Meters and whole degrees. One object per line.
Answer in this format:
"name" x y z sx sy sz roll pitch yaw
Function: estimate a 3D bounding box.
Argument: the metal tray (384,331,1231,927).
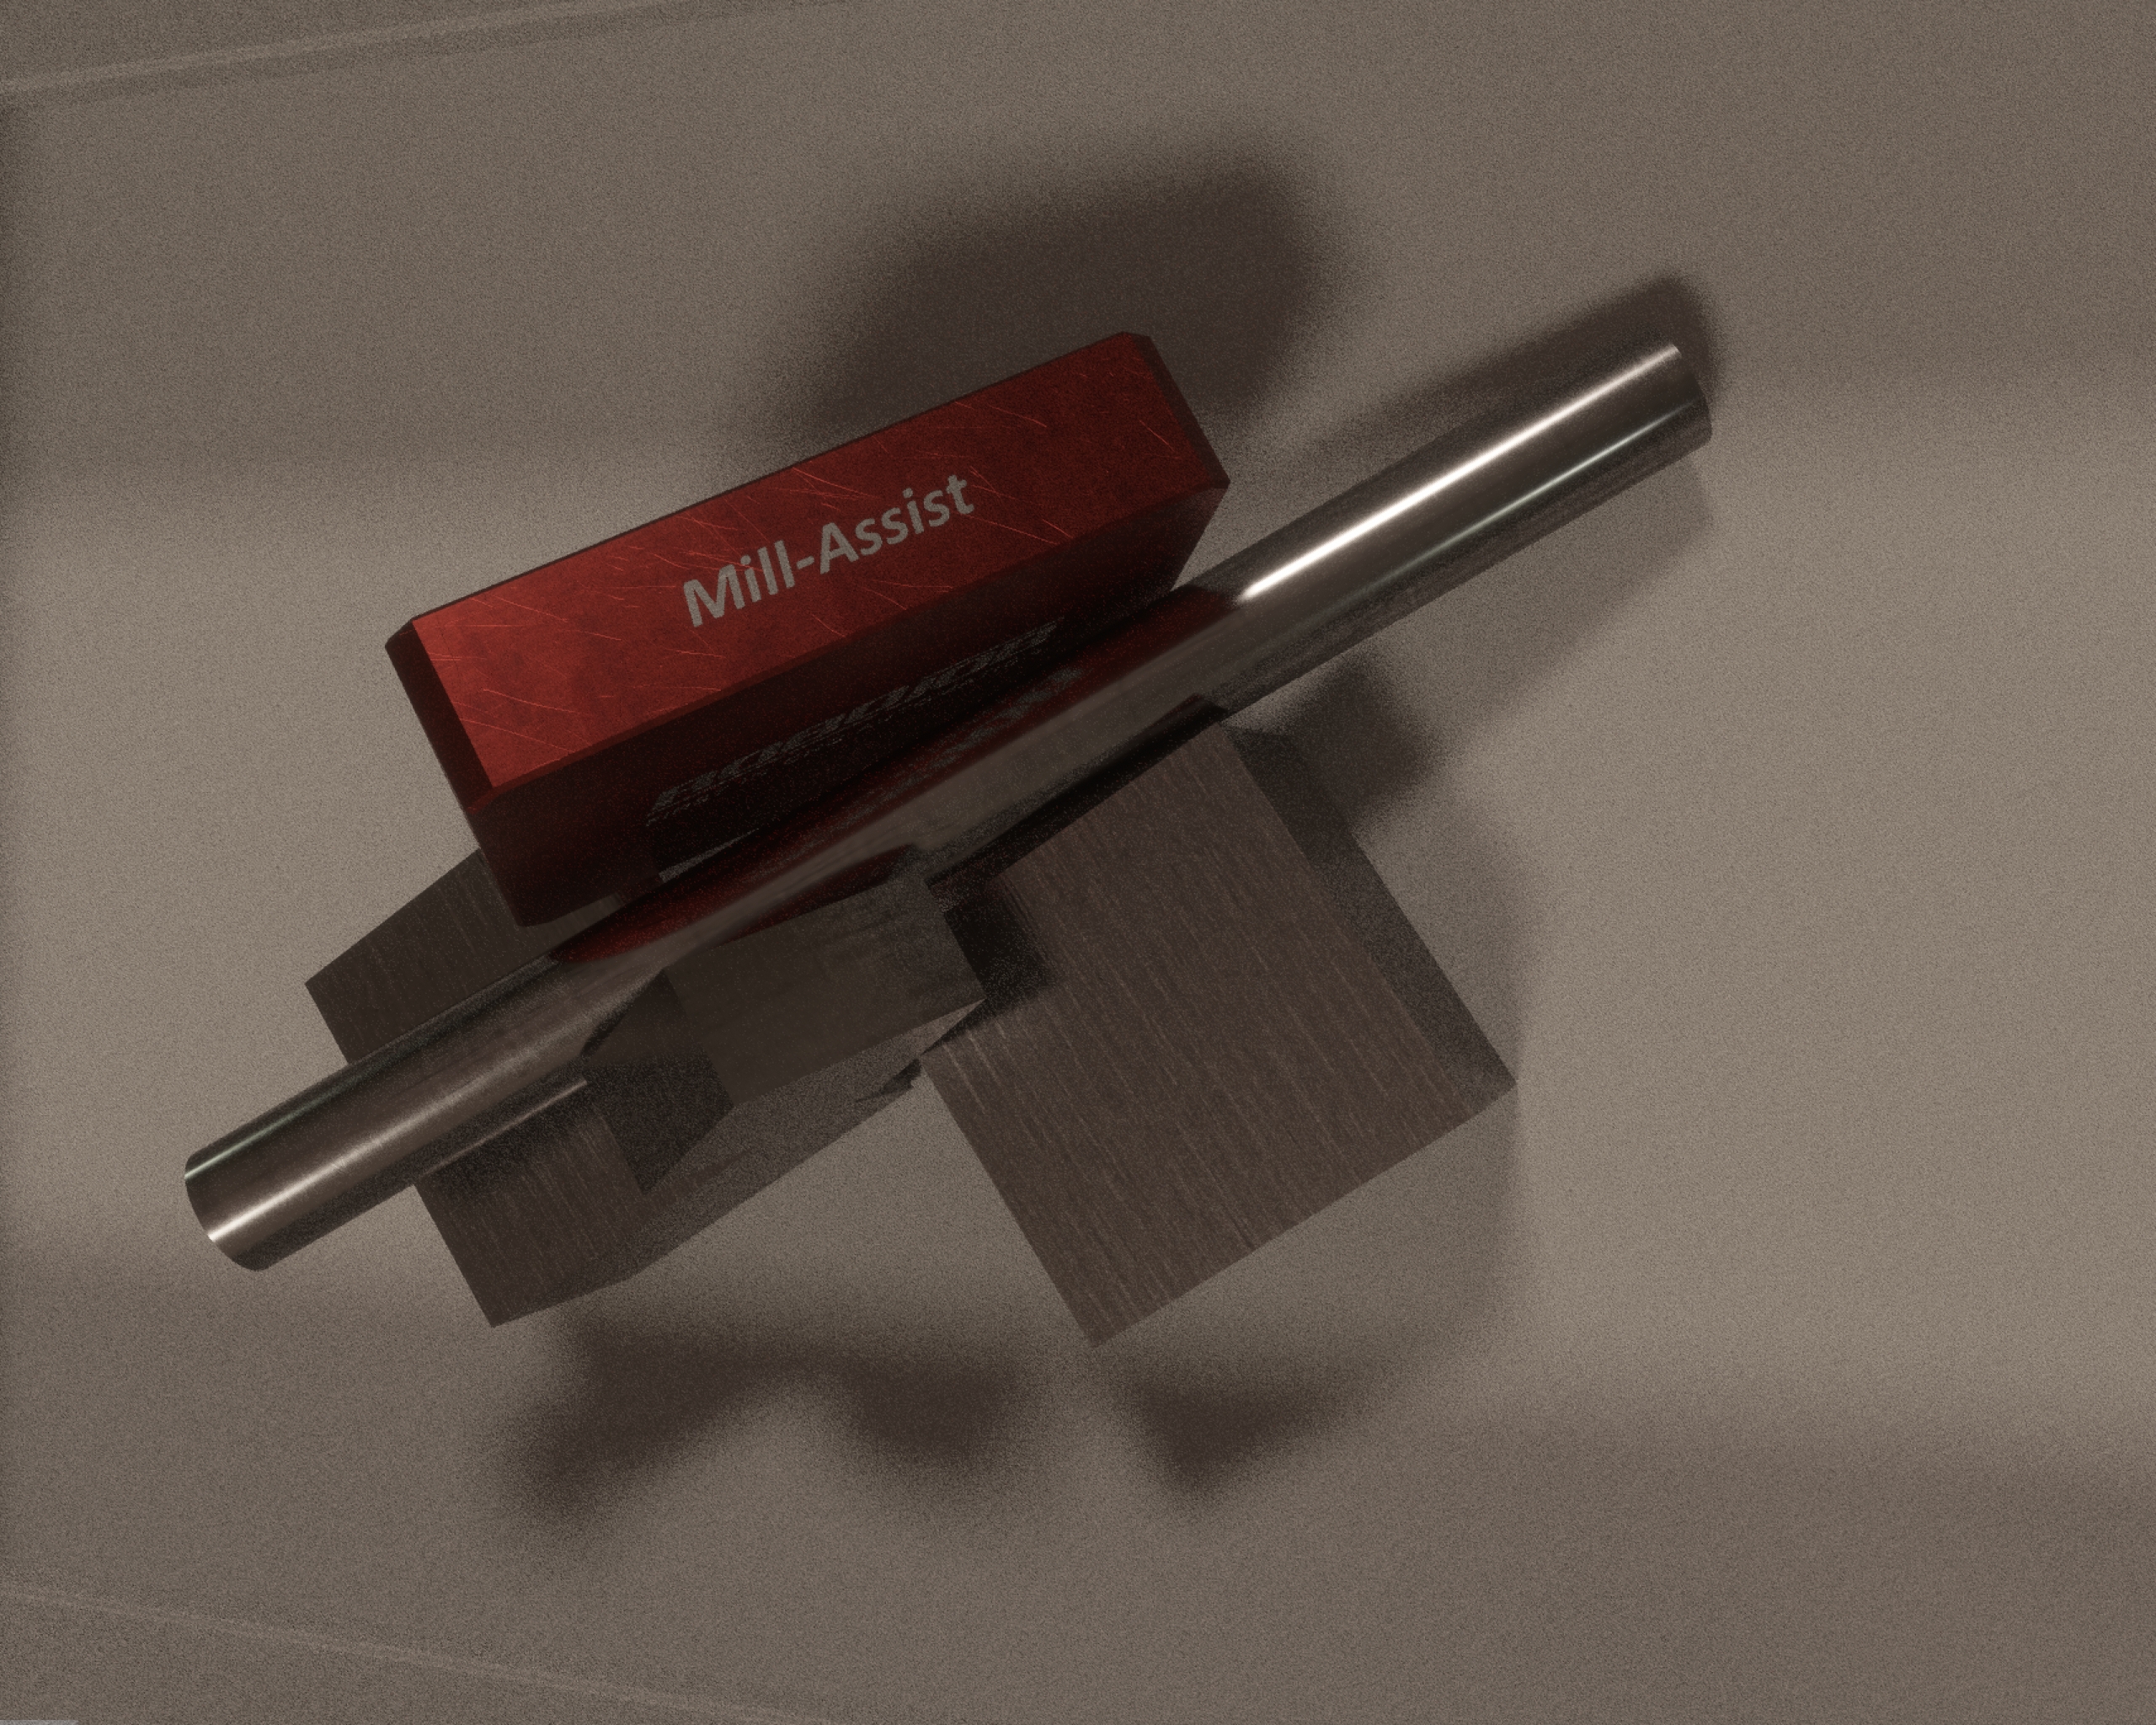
"metal tray" -0.045 -0.037 0.361 0.131 0.090 0.030 -25 82 -15

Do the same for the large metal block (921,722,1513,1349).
"large metal block" 0.022 0.031 0.387 0.080 0.050 0.080 -35 79 16

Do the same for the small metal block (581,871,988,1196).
"small metal block" -0.052 0.030 0.361 0.025 0.050 0.050 61 144 10

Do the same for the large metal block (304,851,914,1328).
"large metal block" -0.095 0.035 0.426 0.080 0.050 0.080 -35 79 16

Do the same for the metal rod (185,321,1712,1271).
"metal rod" -0.024 -0.011 0.377 0.301 0.025 0.025 -30 80 2
